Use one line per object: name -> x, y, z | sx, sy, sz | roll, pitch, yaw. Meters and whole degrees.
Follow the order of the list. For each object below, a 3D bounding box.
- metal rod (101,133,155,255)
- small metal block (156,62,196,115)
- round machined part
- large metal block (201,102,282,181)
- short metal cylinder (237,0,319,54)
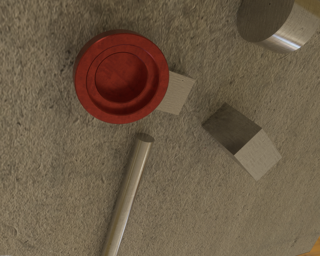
metal rod -> -0.062, 0.143, 0.462 | 0.025, 0.025, 0.298 | 4, 117, -31
small metal block -> 0.008, -0.048, 0.383 | 0.050, 0.025, 0.050 | 13, 112, -34
round machined part -> -0.043, -0.057, 0.334 | 0.099, 0.042, 0.097 | -10, 120, -17
large metal block -> 0.118, 0.020, 0.450 | 0.050, 0.080, 0.080 | -45, 130, 2
short metal cylinder -> 0.139, -0.134, 0.366 | 0.050, 0.080, 0.079 | 9, 114, -33
